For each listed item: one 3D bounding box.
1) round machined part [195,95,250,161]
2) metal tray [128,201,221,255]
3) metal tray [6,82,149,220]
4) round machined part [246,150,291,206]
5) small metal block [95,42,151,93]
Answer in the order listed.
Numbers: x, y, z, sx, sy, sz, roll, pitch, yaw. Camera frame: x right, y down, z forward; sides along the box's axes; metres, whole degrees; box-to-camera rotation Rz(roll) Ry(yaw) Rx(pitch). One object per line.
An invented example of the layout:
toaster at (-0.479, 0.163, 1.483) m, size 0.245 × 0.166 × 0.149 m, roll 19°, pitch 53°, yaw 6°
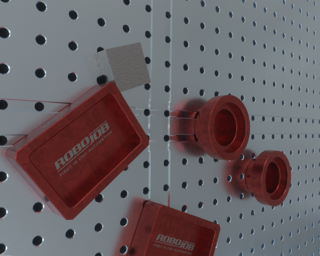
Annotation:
round machined part at (0.092, -0.001, 0.475) m, size 0.099 × 0.042 × 0.097 m, roll 0°, pitch 90°, yaw -40°
metal tray at (0.023, 0.161, 0.425) m, size 0.131 × 0.030 × 0.090 m, roll 29°, pitch 72°, yaw -36°
metal tray at (-0.081, 0.021, 0.337) m, size 0.131 × 0.030 × 0.090 m, roll -44°, pitch 117°, yaw -31°
round machined part at (0.192, 0.088, 0.559) m, size 0.099 × 0.042 × 0.097 m, roll 0°, pitch 90°, yaw -40°
small metal block at (-0.044, -0.072, 0.372) m, size 0.050 × 0.025 × 0.050 m, roll -25°, pitch 106°, yaw -38°
